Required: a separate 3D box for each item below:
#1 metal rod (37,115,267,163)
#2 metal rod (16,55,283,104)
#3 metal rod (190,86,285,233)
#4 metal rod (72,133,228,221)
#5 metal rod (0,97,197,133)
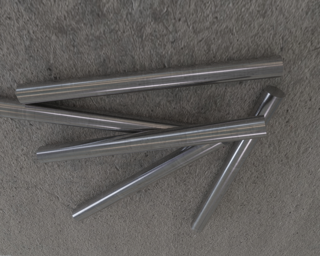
[{"bbox_3d":[-0.025,0.018,0.388,0.301,0.025,0.025,-8,131,20],"label":"metal rod"},{"bbox_3d":[-0.015,-0.055,0.359,0.302,0.025,0.025,-6,130,4],"label":"metal rod"},{"bbox_3d":[0.102,0.067,0.464,0.025,0.025,0.298,10,130,-9],"label":"metal rod"},{"bbox_3d":[-0.033,0.079,0.454,0.299,0.025,0.025,-33,123,31],"label":"metal rod"},{"bbox_3d":[-0.060,-0.008,0.399,0.302,0.025,0.025,8,130,-7],"label":"metal rod"}]
